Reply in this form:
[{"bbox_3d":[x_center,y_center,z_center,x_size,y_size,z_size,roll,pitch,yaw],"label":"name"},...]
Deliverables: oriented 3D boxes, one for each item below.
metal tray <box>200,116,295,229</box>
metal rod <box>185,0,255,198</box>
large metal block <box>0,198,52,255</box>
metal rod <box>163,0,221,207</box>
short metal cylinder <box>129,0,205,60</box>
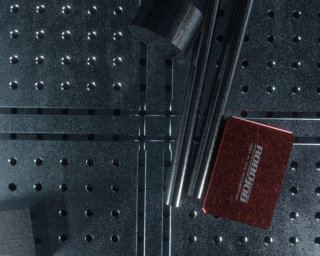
[{"bbox_3d":[0.114,0.058,0.413,0.091,0.030,0.129,16,90,-1],"label":"metal tray"},{"bbox_3d":[0.083,-0.055,0.411,0.025,0.025,0.298,15,89,-1],"label":"metal rod"},{"bbox_3d":[-0.193,0.141,0.398,0.081,0.050,0.080,-8,90,-1],"label":"large metal block"},{"bbox_3d":[0.045,-0.045,0.413,0.025,0.025,0.298,11,90,-1],"label":"metal rod"},{"bbox_3d":[0.008,-0.127,0.386,0.080,0.080,0.050,28,90,-1],"label":"short metal cylinder"}]
